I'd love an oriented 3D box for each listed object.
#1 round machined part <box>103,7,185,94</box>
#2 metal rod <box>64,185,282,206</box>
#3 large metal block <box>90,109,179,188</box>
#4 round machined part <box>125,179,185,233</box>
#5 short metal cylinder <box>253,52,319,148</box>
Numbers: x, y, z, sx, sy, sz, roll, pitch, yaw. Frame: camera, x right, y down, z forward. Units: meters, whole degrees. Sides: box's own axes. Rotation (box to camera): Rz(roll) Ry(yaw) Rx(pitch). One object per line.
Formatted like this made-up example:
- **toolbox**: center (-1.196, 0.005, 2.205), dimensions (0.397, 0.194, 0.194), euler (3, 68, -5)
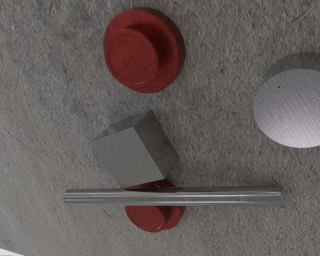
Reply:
- **round machined part**: center (-0.024, -0.084, 0.357), dimensions (0.098, 0.042, 0.097), euler (13, 124, 21)
- **metal rod**: center (0.005, 0.094, 0.425), dimensions (0.301, 0.025, 0.025), euler (-4, 117, 17)
- **large metal block**: center (-0.034, 0.030, 0.427), dimensions (0.080, 0.050, 0.080), euler (-19, 109, 35)
- **round machined part**: center (-0.014, 0.122, 0.479), dimensions (0.098, 0.042, 0.097), euler (13, 124, 21)
- **short metal cylinder**: center (0.137, -0.028, 0.302), dimensions (0.080, 0.050, 0.079), euler (13, 124, 21)
